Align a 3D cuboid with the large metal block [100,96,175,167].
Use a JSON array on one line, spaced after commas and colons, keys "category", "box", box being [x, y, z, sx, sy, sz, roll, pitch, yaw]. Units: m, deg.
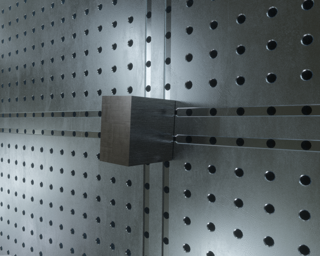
[{"category": "large metal block", "box": [-0.027, 0.002, 0.393, 0.050, 0.081, 0.079, 5, 93, 39]}]
